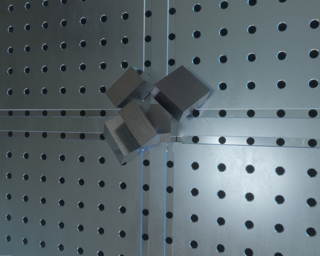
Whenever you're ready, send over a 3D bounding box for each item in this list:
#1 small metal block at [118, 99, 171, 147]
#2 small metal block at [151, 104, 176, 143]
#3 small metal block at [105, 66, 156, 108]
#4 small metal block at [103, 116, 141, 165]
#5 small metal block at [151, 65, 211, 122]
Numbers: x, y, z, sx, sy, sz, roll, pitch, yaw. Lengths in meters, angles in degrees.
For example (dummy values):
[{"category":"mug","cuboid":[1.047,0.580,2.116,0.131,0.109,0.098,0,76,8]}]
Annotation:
[{"category":"small metal block","cuboid":[-0.018,-0.006,0.379,0.025,0.050,0.050,-38,79,15]},{"category":"small metal block","cuboid":[-0.006,-0.006,0.415,0.050,0.025,0.050,1,90,19]},{"category":"small metal block","cuboid":[-0.037,-0.052,0.413,0.050,0.050,0.025,-43,77,15]},{"category":"small metal block","cuboid":[-0.052,0.017,0.415,0.025,0.050,0.050,-28,79,-20]},{"category":"small metal block","cuboid":[0.026,-0.044,0.389,0.050,0.025,0.050,-38,74,-25]}]
